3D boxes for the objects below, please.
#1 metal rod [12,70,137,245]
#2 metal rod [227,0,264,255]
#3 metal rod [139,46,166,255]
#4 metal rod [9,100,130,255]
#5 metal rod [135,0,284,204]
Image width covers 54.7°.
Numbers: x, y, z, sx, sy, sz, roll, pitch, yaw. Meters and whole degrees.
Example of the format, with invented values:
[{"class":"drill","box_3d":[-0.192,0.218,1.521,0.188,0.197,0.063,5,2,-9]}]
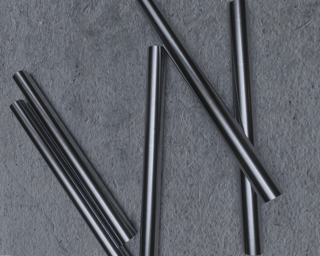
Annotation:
[{"class":"metal rod","box_3d":[-0.130,0.035,0.453,0.025,0.025,0.299,-40,78,15]},{"class":"metal rod","box_3d":[0.102,-0.002,0.372,0.025,0.025,0.298,-4,89,19]},{"class":"metal rod","box_3d":[-0.010,0.043,0.411,0.025,0.025,0.298,3,91,19]},{"class":"metal rod","box_3d":[-0.133,0.079,0.454,0.025,0.025,0.300,-41,77,15]},{"class":"metal rod","box_3d":[0.050,-0.050,0.373,0.025,0.025,0.299,-35,73,16]}]
